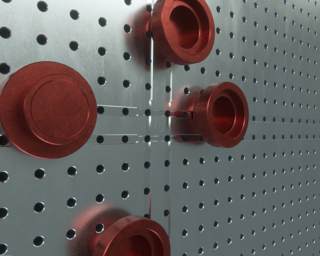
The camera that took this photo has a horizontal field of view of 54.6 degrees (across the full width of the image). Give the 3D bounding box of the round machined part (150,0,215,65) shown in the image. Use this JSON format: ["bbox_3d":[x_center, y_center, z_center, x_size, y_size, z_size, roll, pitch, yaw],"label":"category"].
[{"bbox_3d":[0.026,-0.133,0.419,0.099,0.042,0.097,0,90,-40],"label":"round machined part"}]

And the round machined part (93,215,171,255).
[{"bbox_3d":[-0.038,0.152,0.366,0.099,0.042,0.097,0,90,-40],"label":"round machined part"}]

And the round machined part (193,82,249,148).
[{"bbox_3d":[0.089,-0.020,0.471,0.099,0.042,0.097,0,90,-40],"label":"round machined part"}]

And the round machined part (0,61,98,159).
[{"bbox_3d":[-0.106,-0.018,0.309,0.099,0.042,0.097,0,90,-40],"label":"round machined part"}]
